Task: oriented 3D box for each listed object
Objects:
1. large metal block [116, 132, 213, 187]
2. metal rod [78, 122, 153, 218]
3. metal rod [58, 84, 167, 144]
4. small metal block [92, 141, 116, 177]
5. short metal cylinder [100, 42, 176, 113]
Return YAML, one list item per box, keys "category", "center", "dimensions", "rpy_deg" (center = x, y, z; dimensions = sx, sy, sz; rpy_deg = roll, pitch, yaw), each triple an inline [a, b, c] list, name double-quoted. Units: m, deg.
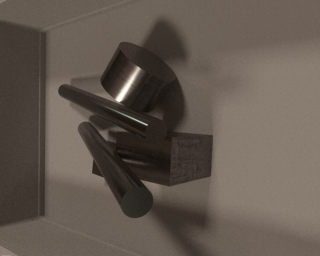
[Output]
- category: "large metal block"
  center: [0.006, 0.031, 0.365]
  dimensions: [0.080, 0.081, 0.050]
  rpy_deg: [5, 93, 39]
- category: "metal rod"
  center: [-0.069, 0.029, 0.370]
  dimensions: [0.300, 0.025, 0.025]
  rpy_deg: [-153, 70, -67]
- category: "metal rod"
  center: [-0.084, -0.031, 0.420]
  dimensions: [0.300, 0.025, 0.025]
  rpy_deg: [23, 105, 54]
- category: "small metal block"
  center: [-0.074, 0.048, 0.466]
  dimensions: [0.050, 0.025, 0.050]
  rpy_deg: [11, 97, 39]
- category: "short metal cylinder"
  center: [-0.027, -0.064, 0.392]
  dimensions: [0.080, 0.081, 0.050]
  rpy_deg: [50, 119, 28]
